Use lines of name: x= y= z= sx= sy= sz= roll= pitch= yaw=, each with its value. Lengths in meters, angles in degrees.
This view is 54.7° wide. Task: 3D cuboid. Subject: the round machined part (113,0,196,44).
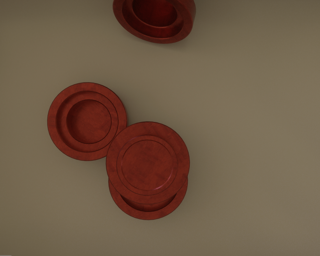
round machined part: x=-0.004 y=-0.150 z=0.378 sx=0.099 sy=0.098 sz=0.042 roll=14 pitch=71 yaw=-1

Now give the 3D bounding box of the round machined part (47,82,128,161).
round machined part: x=-0.090 y=-0.008 z=0.402 sx=0.099 sy=0.042 sz=0.097 roll=0 pitch=90 yaw=-1

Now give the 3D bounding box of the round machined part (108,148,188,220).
round machined part: x=-0.015 y=0.065 z=0.403 sx=0.099 sy=0.042 sz=0.097 roll=0 pitch=90 yaw=-1

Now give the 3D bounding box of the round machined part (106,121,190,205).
round machined part: x=-0.014 y=0.041 z=0.361 sx=0.099 sy=0.042 sz=0.097 roll=0 pitch=90 yaw=-1
